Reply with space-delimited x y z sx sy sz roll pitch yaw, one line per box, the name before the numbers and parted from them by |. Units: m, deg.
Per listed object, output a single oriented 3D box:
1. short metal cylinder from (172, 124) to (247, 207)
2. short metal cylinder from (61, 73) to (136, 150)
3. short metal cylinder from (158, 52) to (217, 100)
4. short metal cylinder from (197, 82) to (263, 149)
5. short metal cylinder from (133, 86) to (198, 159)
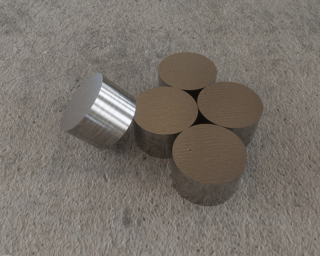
short metal cylinder | 0.054 0.042 0.354 0.080 0.050 0.080 0 50 0
short metal cylinder | -0.075 -0.020 0.378 0.080 0.050 0.080 -33 39 32
short metal cylinder | 0.038 -0.063 0.442 0.080 0.050 0.080 0 50 0
short metal cylinder | 0.086 -0.015 0.401 0.080 0.050 0.080 0 50 0
short metal cylinder | 0.006 -0.007 0.394 0.080 0.050 0.080 0 50 0
